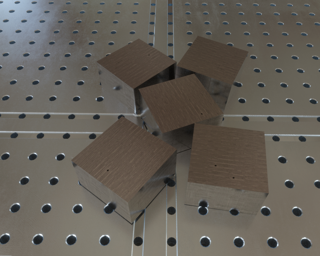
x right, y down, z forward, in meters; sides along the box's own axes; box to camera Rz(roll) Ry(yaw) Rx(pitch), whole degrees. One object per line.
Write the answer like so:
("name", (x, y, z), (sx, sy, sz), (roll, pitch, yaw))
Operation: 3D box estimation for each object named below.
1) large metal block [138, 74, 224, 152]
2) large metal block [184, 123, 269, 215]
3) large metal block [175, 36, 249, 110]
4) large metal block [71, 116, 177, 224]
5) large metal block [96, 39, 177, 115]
("large metal block", (0.025, -0.018, 0.406), (0.081, 0.050, 0.080), (-18, 52, -14))
("large metal block", (0.074, 0.045, 0.354), (0.080, 0.050, 0.080), (7, 50, 5))
("large metal block", (0.076, -0.084, 0.461), (0.080, 0.050, 0.080), (22, 54, 14))
("large metal block", (-0.038, 0.045, 0.352), (0.080, 0.050, 0.080), (30, 56, 23))
("large metal block", (-0.033, -0.078, 0.457), (0.080, 0.050, 0.080), (-37, 59, -26))
